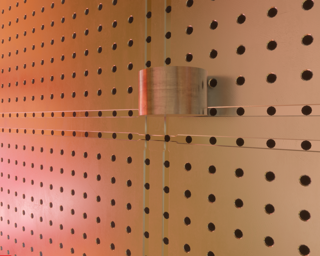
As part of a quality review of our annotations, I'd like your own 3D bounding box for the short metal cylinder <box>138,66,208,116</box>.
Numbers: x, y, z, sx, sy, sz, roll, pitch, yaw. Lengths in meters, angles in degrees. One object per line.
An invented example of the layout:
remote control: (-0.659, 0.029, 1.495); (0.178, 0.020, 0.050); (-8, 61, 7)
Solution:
short metal cylinder: (0.015, -0.039, 0.360); (0.080, 0.081, 0.050); (-1, 90, 39)
